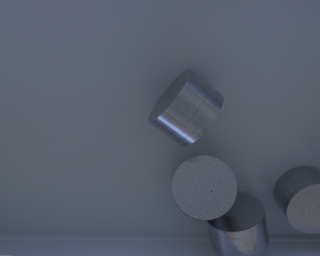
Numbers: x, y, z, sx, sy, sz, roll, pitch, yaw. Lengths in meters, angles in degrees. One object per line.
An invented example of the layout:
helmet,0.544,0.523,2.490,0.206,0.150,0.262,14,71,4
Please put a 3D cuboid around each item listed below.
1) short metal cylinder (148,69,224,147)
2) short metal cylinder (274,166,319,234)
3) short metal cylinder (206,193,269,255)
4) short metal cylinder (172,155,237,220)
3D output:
short metal cylinder,0.030,-0.024,0.374,0.050,0.080,0.080,37,106,-13
short metal cylinder,0.210,0.101,0.438,0.081,0.050,0.079,0,110,-1
short metal cylinder,0.108,0.136,0.433,0.080,0.080,0.050,-13,112,4
short metal cylinder,0.057,0.080,0.408,0.080,0.050,0.080,-1,72,3
